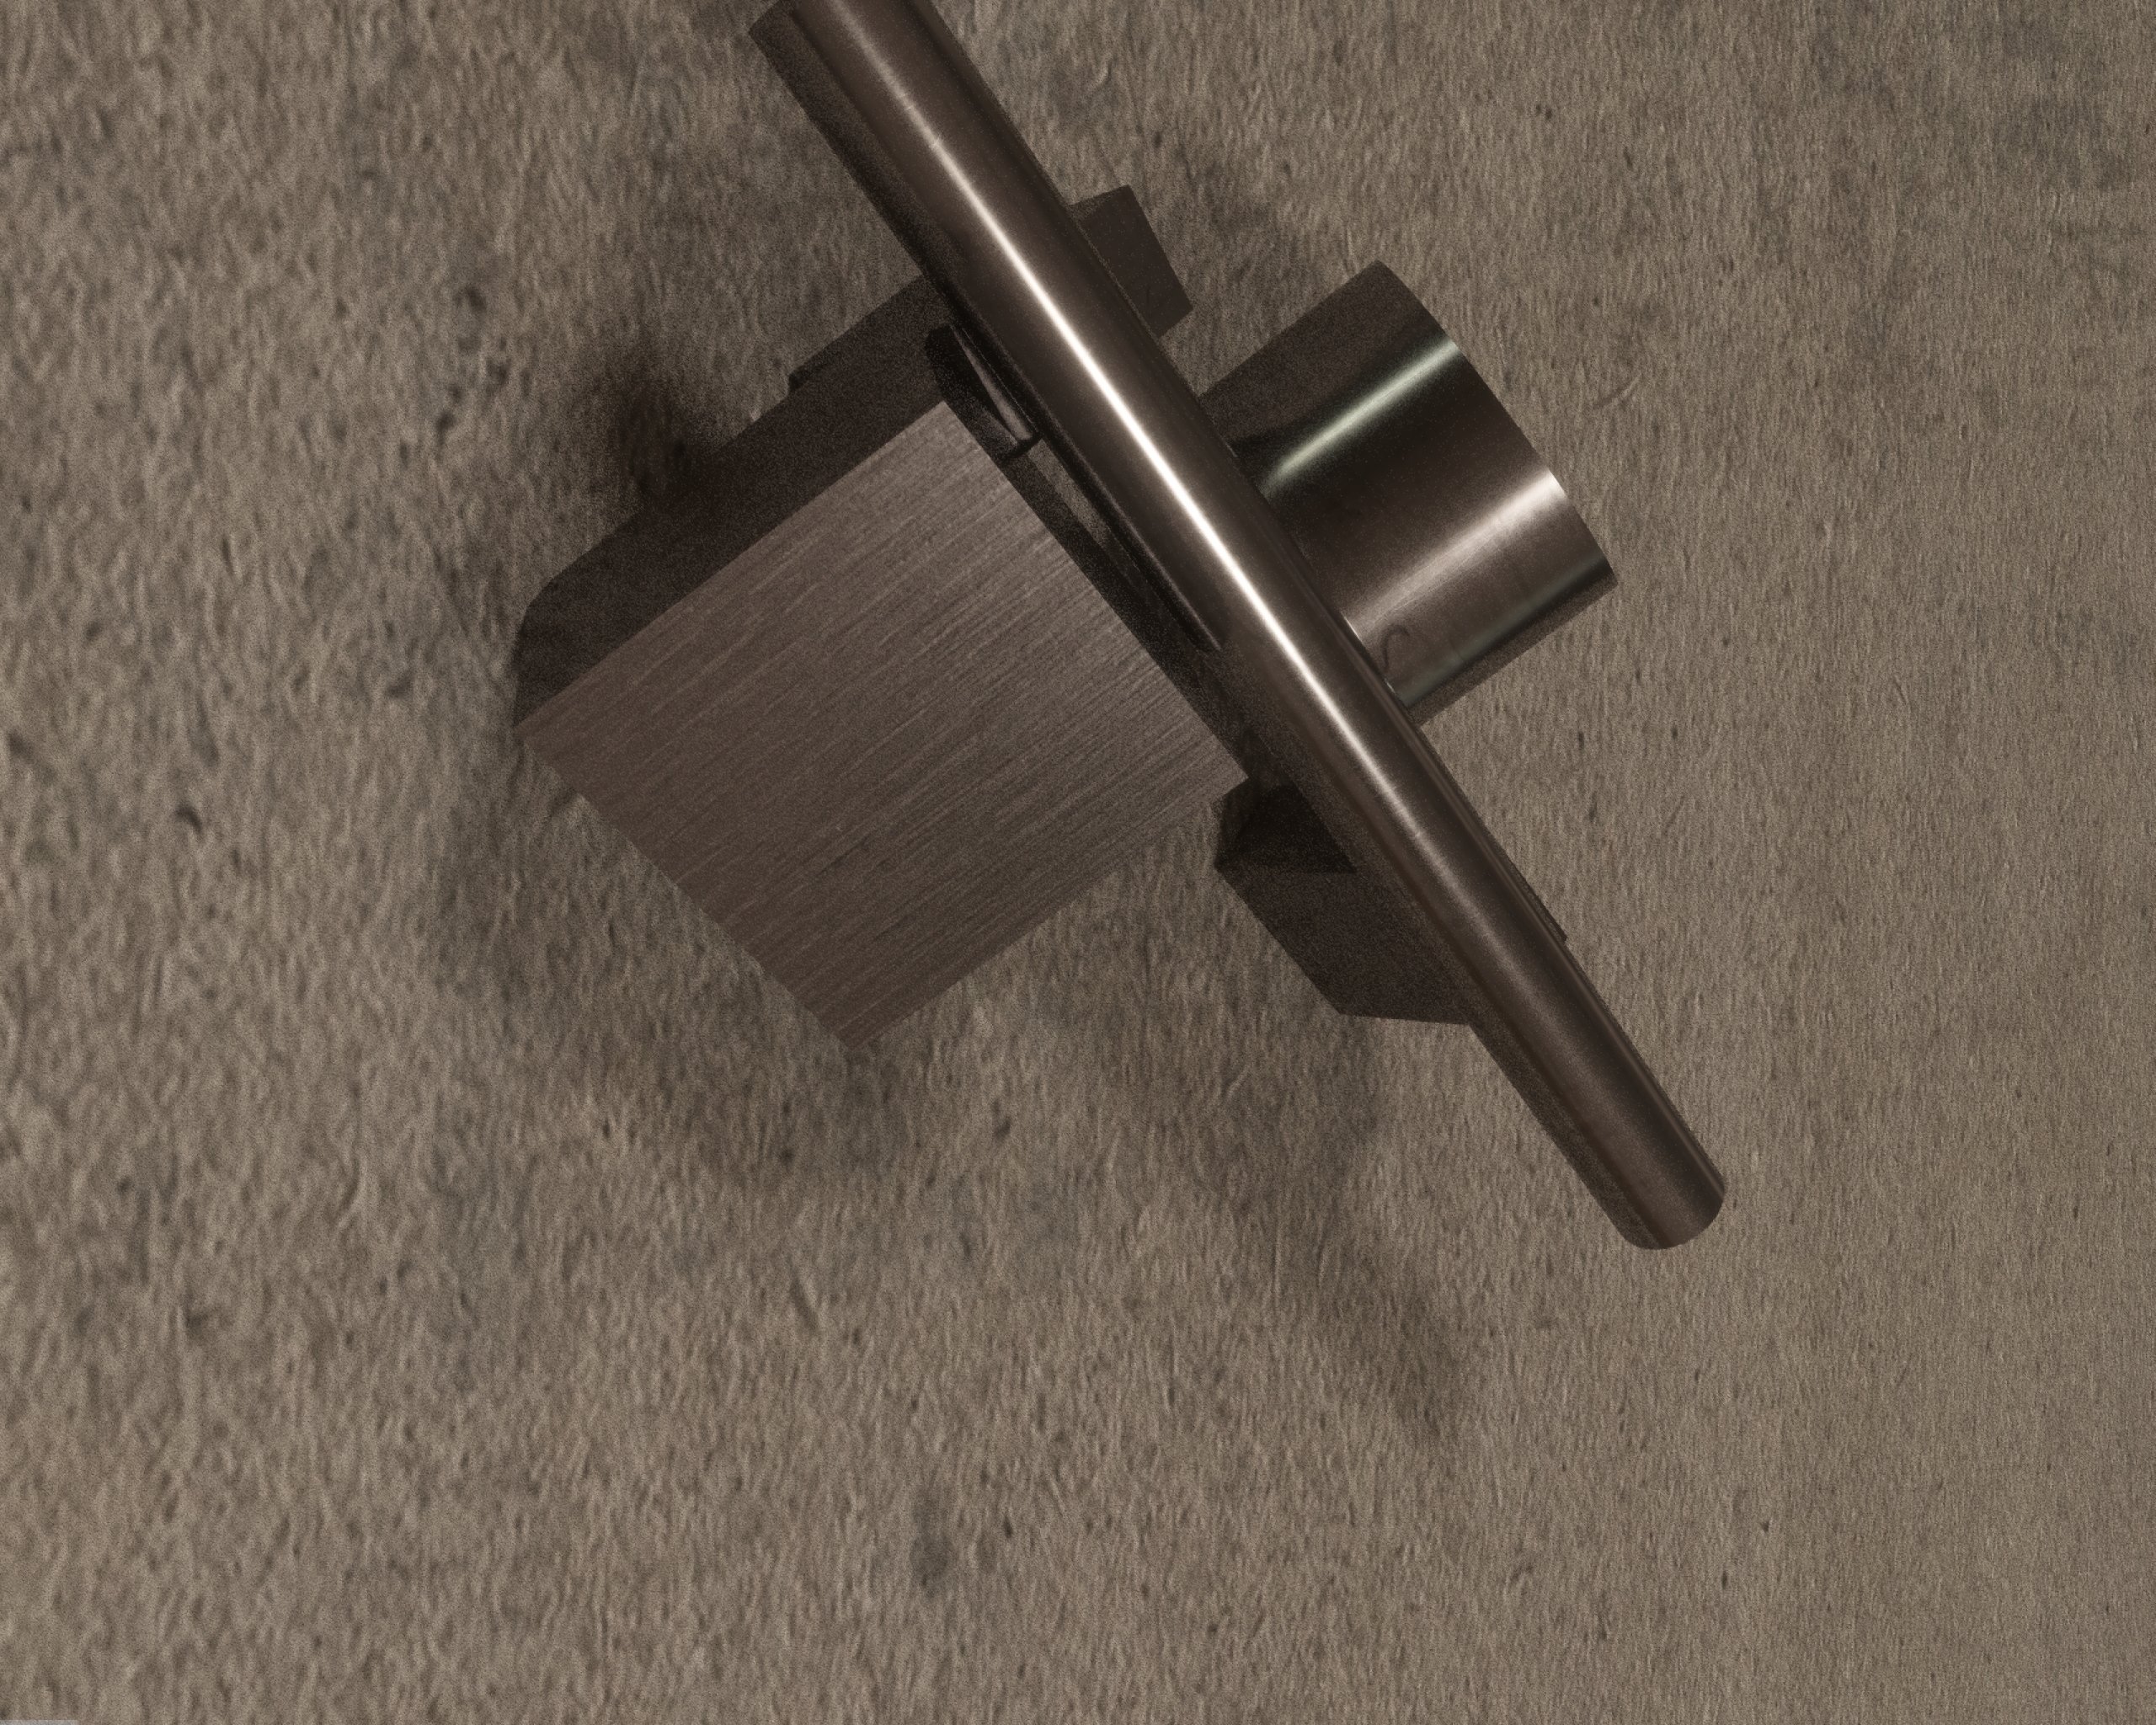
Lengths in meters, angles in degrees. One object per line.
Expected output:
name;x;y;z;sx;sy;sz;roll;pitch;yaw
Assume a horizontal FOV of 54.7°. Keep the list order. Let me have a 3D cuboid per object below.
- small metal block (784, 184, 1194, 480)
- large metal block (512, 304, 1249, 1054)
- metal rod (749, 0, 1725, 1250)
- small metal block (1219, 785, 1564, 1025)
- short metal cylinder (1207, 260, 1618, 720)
small metal block;-0.016;-0.094;0.378;0.050;0.050;0.025;-46;118;-30
large metal block;-0.032;-0.029;0.341;0.080;0.050;0.080;-36;121;10
metal rod;0.045;-0.029;0.381;0.300;0.025;0.025;51;60;-28
small metal block;0.067;0.009;0.445;0.050;0.050;0.025;48;61;-30
short metal cylinder;0.063;-0.072;0.417;0.050;0.080;0.080;-37;121;12
